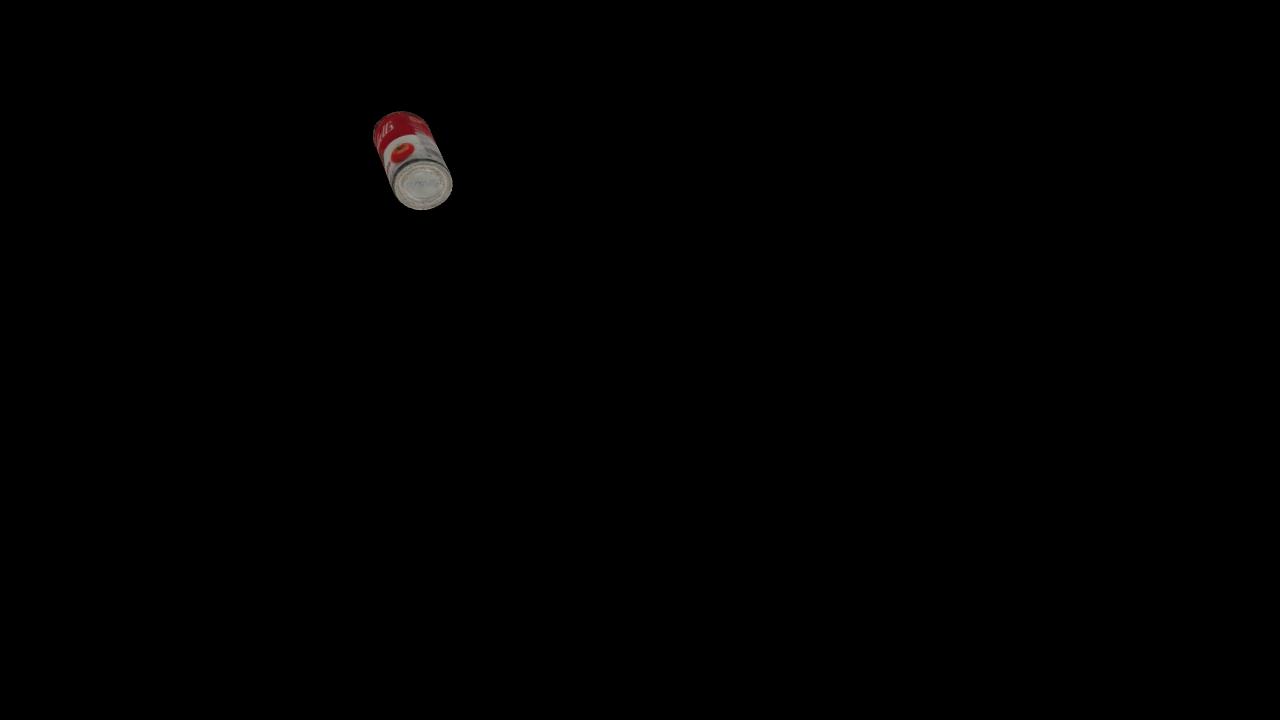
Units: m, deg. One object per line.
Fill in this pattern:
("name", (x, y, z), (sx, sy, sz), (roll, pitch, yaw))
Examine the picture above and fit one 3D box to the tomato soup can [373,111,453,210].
("tomato soup can", (-0.262, -0.229, 0.709), (0.068, 0.101, 0.068), (-22, -32, -14))
